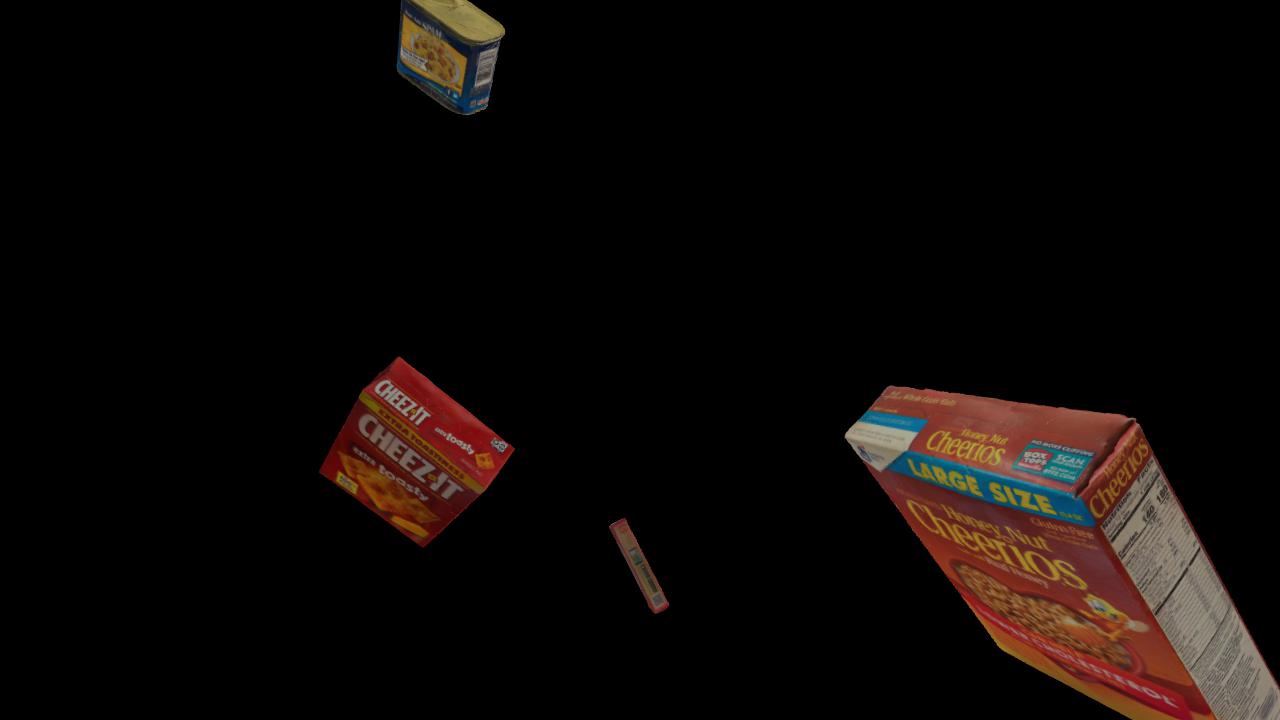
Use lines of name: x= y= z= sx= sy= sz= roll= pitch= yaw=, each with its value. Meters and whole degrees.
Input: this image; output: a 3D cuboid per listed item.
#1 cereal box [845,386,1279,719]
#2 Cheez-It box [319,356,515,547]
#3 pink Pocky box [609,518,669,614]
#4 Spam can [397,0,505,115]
cereal box: x=0.324 y=0.159 z=0.490 sx=0.081 sy=0.306 sz=0.203 roll=-44 pitch=18 yaw=-13
Cheez-It box: x=-0.268 y=0.119 z=0.725 sx=0.223 sy=0.166 sz=0.071 roll=-42 pitch=12 yaw=42
pink Pocky box: x=-0.003 y=0.337 z=1.014 sx=0.029 sy=0.155 sz=0.084 roll=-26 pitch=-13 yaw=-12
Spam can: x=-0.193 y=-0.310 z=0.615 sx=0.058 sy=0.101 sz=0.085 roll=-48 pitch=-7 yaw=-42
